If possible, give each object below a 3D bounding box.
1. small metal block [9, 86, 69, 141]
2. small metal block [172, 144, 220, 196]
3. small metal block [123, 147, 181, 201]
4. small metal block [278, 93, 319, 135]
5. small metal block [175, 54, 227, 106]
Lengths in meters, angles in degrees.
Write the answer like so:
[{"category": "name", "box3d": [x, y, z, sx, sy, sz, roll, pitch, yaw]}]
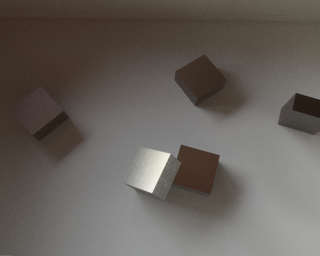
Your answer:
[{"category": "small metal block", "box3d": [-0.161, -0.019, 0.415, 0.050, 0.025, 0.050, -42, 76, -14]}, {"category": "small metal block", "box3d": [0.043, 0.054, 0.391, 0.050, 0.025, 0.050, 16, 71, 5]}, {"category": "small metal block", "box3d": [-0.010, 0.055, 0.376, 0.050, 0.025, 0.050, 9, 65, 42]}, {"category": "small metal block", "box3d": [0.190, -0.017, 0.405, 0.050, 0.050, 0.025, 17, 71, 6]}, {"category": "small metal block", "box3d": [0.056, -0.067, 0.435, 0.050, 0.025, 0.050, -32, 74, -11]}]
